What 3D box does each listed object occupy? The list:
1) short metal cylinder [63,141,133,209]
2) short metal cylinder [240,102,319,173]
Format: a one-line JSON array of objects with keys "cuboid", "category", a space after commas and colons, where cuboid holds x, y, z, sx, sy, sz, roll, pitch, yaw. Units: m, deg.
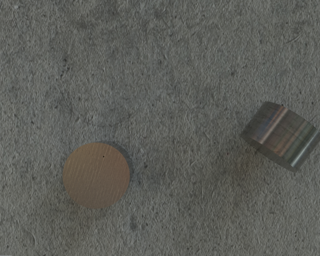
[{"cuboid": [-0.077, 0.057, 0.397, 0.081, 0.050, 0.080, 0, 90, 0], "category": "short metal cylinder"}, {"cuboid": [0.148, 0.011, 0.383, 0.080, 0.080, 0.050, 37, 90, 0], "category": "short metal cylinder"}]
